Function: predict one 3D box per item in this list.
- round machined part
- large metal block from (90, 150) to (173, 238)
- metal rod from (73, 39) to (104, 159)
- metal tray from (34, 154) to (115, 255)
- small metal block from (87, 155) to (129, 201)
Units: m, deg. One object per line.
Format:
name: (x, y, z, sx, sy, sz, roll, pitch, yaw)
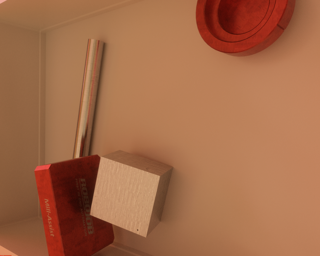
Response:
round machined part: (0.090, -0.123, 0.321, 0.098, 0.042, 0.097, 0, 90, 39)
large metal block: (-0.036, 0.081, 0.403, 0.080, 0.050, 0.079, 16, 101, 18)
metal rod: (-0.125, 0.008, 0.506, 0.025, 0.025, 0.298, 16, 100, 38)
metal tray: (-0.113, 0.107, 0.421, 0.030, 0.091, 0.129, -11, 88, 33)
small metal block: (-0.080, 0.076, 0.470, 0.050, 0.025, 0.050, -37, 67, 33)
